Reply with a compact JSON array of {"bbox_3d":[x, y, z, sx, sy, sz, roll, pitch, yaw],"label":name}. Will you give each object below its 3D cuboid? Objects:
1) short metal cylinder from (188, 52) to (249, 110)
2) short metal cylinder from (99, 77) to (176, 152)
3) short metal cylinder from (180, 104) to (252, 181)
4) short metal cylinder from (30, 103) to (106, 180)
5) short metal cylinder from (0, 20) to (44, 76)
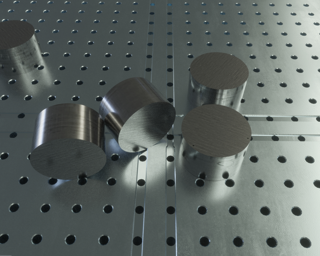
[{"bbox_3d":[0.082,-0.064,0.446,0.081,0.050,0.080,0,50,0],"label":"short metal cylinder"},{"bbox_3d":[-0.028,-0.016,0.385,0.081,0.080,0.050,-27,55,-21],"label":"short metal cylinder"},{"bbox_3d":[0.065,0.017,0.377,0.081,0.050,0.080,0,50,0],"label":"short metal cylinder"},{"bbox_3d":[-0.104,0.017,0.356,0.081,0.080,0.050,-7,51,-6],"label":"short metal cylinder"},{"bbox_3d":[-0.236,-0.130,0.498,0.081,0.050,0.080,0,50,0],"label":"short metal cylinder"}]
